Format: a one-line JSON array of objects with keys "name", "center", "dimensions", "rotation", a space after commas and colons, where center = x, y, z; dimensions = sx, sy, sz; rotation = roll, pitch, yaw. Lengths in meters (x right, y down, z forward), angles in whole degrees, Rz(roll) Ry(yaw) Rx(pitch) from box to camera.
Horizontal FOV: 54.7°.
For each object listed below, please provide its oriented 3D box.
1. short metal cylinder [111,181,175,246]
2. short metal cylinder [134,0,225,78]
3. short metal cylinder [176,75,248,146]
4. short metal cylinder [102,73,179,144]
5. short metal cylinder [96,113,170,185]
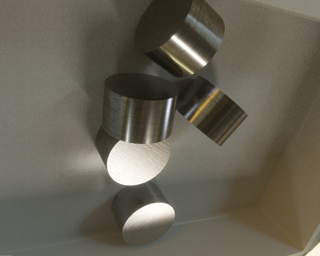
[{"name": "short metal cylinder", "center": [-0.025, 0.125, 0.456], "dimensions": [0.081, 0.050, 0.079], "rotation": [-14, 124, -21]}, {"name": "short metal cylinder", "center": [0.019, -0.100, 0.321], "dimensions": [0.050, 0.080, 0.080], "rotation": [29, 102, -38]}, {"name": "short metal cylinder", "center": [0.063, -0.022, 0.394], "dimensions": [0.080, 0.080, 0.050], "rotation": [34, 99, -39]}, {"name": "short metal cylinder", "center": [-0.023, -0.024, 0.346], "dimensions": [0.081, 0.080, 0.050], "rotation": [-5, 121, -26]}, {"name": "short metal cylinder", "center": [-0.034, 0.025, 0.389], "dimensions": [0.081, 0.050, 0.079], "rotation": [-14, 125, -21]}]
